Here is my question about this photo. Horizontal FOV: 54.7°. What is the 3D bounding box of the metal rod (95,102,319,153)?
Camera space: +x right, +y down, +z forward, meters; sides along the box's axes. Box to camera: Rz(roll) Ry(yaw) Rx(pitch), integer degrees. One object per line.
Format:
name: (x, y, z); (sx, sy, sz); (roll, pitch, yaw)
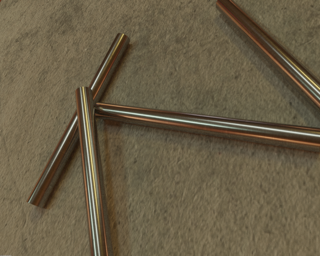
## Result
metal rod: (0.035, -0.007, 0.388); (0.300, 0.025, 0.025); (9, 66, 31)

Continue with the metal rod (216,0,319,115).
metal rod: (0.148, -0.083, 0.376); (0.025, 0.025, 0.300); (-32, 52, 7)

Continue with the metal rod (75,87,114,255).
metal rod: (-0.082, 0.071, 0.386); (0.025, 0.025, 0.299); (-23, 58, 14)

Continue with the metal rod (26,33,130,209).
metal rod: (-0.117, -0.024, 0.477); (0.025, 0.025, 0.300); (10, 66, 32)
